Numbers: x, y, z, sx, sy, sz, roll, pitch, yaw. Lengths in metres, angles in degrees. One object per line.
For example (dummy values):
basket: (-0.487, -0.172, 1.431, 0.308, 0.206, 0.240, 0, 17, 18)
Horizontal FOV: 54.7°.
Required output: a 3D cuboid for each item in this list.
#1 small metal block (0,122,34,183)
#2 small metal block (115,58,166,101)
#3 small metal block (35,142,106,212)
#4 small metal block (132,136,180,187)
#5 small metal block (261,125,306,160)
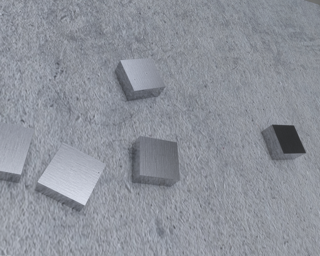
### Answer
small metal block: (-0.158, 0.022, 0.305, 0.050, 0.025, 0.050, 15, 56, -20)
small metal block: (-0.028, -0.068, 0.430, 0.050, 0.025, 0.050, -13, 68, -33)
small metal block: (-0.092, 0.051, 0.323, 0.050, 0.025, 0.050, 30, 52, -9)
small metal block: (-0.006, 0.041, 0.376, 0.050, 0.025, 0.050, 11, 57, -22)
small metal block: (0.198, 0.023, 0.496, 0.050, 0.025, 0.050, 2, 61, -28)
